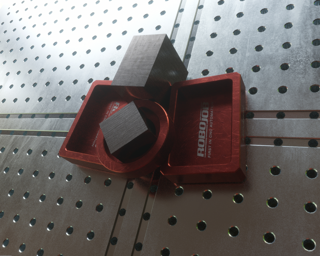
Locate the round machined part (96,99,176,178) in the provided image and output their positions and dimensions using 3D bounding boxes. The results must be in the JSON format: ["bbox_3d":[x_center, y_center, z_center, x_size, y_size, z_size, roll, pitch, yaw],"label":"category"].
[{"bbox_3d":[-0.026,0.016,0.384,0.098,0.042,0.098,-13,56,21],"label":"round machined part"}]

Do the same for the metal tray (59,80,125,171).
[{"bbox_3d":[-0.079,-0.007,0.446,0.090,0.030,0.130,7,65,31],"label":"metal tray"}]

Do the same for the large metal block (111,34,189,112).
[{"bbox_3d":[-0.010,-0.066,0.414,0.050,0.080,0.080,7,65,31],"label":"large metal block"}]

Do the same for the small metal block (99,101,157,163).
[{"bbox_3d":[-0.038,0.004,0.367,0.050,0.025,0.050,-34,51,6],"label":"small metal block"}]

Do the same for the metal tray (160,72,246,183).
[{"bbox_3d":[0.054,-0.001,0.372,0.090,0.030,0.130,-6,59,25],"label":"metal tray"}]
